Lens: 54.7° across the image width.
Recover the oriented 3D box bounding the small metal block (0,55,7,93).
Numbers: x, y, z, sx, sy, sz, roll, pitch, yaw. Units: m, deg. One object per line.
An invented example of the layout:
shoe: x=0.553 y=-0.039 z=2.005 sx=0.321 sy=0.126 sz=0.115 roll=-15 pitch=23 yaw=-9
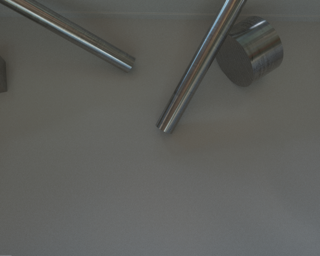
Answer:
small metal block: x=-0.246 y=-0.074 z=0.434 sx=0.050 sy=0.025 sz=0.050 roll=-11 pitch=71 yaw=-5

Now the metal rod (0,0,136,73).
metal rod: x=-0.169 y=-0.155 z=0.399 sx=0.301 sy=0.025 sz=0.025 roll=27 pitch=70 yaw=-17

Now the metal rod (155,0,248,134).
metal rod: x=0.076 y=-0.126 z=0.382 sx=0.025 sy=0.025 sz=0.298 roll=31 pitch=102 yaw=10

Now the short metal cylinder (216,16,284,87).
short metal cylinder: x=0.118 y=-0.103 z=0.420 sx=0.050 sy=0.080 sz=0.080 roll=-32 pitch=74 yaw=-11
